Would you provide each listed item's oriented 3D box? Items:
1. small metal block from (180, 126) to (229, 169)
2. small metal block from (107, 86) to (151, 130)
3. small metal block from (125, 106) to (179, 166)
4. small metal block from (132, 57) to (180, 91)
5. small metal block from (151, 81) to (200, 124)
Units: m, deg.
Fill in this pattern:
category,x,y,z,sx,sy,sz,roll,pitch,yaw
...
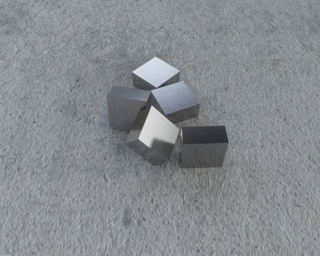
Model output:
category,x,y,z,sx,sy,sz,roll,pitch,yaw
small metal block,0.050,0.023,0.367,0.050,0.050,0.025,-2,50,-2
small metal block,-0.039,-0.024,0.404,0.050,0.050,0.025,9,39,7
small metal block,-0.008,0.010,0.374,0.025,0.050,0.050,-20,39,44
small metal block,-0.006,-0.076,0.466,0.050,0.025,0.050,36,58,26
small metal block,0.020,-0.034,0.432,0.050,0.025,0.050,-19,53,-15
